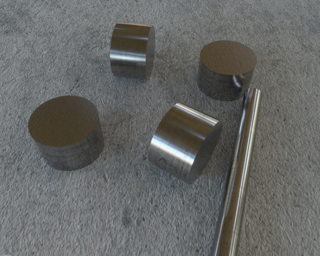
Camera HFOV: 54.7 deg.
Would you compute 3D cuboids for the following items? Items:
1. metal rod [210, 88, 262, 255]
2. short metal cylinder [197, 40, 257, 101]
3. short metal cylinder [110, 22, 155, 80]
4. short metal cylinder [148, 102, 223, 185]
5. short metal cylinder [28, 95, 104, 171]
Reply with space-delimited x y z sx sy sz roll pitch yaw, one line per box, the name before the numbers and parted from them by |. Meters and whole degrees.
metal rod | 0.088 0.061 0.352 0.025 0.025 0.300 14 51 11
short metal cylinder | 0.097 -0.086 0.460 0.081 0.050 0.080 0 50 0
short metal cylinder | -0.039 -0.114 0.463 0.050 0.080 0.080 7 50 6
short metal cylinder | 0.030 0.017 0.354 0.050 0.080 0.080 27 55 20
short metal cylinder | -0.113 0.006 0.382 0.081 0.050 0.080 0 50 0
